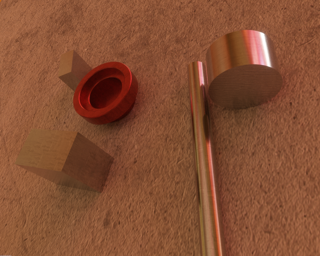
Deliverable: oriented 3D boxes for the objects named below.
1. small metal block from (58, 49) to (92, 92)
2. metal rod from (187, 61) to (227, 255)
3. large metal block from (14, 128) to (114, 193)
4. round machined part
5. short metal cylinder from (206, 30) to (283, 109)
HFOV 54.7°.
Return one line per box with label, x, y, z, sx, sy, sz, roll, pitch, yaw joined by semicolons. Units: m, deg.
small metal block;-0.140;-0.093;0.516;0.025;0.050;0.050;-17;55;18
metal rod;0.051;0.044;0.349;0.025;0.025;0.299;-14;56;20
large metal block;-0.121;0.043;0.404;0.080;0.080;0.050;3;63;29
round machined part;-0.076;-0.047;0.460;0.098;0.042;0.098;-13;56;20
short metal cylinder;0.095;-0.065;0.358;0.080;0.080;0.050;-13;57;21
